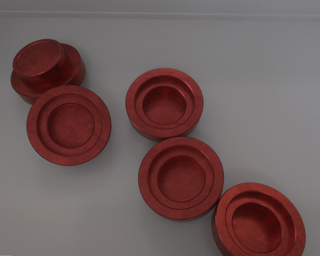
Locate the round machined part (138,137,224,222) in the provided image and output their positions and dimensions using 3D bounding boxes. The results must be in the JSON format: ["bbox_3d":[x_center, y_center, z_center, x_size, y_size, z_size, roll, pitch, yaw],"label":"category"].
[{"bbox_3d":[0.026,0.063,0.372,0.098,0.042,0.098,-3,65,8],"label":"round machined part"}]

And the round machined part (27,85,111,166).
[{"bbox_3d":[-0.111,-0.002,0.391,0.099,0.042,0.097,1,86,-8],"label":"round machined part"}]

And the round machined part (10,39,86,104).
[{"bbox_3d":[-0.154,-0.081,0.415,0.098,0.042,0.098,-5,56,8],"label":"round machined part"}]

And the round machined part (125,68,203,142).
[{"bbox_3d":[0.006,-0.027,0.410,0.099,0.042,0.098,0,69,0],"label":"round machined part"}]

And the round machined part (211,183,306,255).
[{"bbox_3d":[0.106,0.115,0.349,0.099,0.042,0.098,4,53,-4],"label":"round machined part"}]
